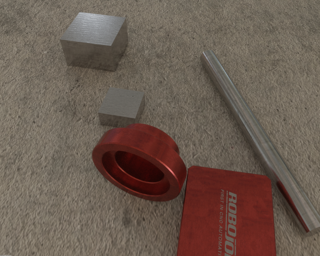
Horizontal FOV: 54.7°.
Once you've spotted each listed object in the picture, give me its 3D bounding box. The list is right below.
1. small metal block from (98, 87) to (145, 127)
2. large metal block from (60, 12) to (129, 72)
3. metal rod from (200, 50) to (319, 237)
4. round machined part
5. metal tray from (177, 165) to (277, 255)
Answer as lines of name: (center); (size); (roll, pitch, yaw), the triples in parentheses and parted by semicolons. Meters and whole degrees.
small metal block: (-0.051, -0.027, 0.426); (0.050, 0.025, 0.050); (9, 51, 7)
large metal block: (-0.103, -0.141, 0.505); (0.080, 0.050, 0.080); (9, 51, 7)
metal rod: (0.118, -0.005, 0.408); (0.025, 0.025, 0.300); (-12, 51, -10)
round machined part: (-0.018, 0.033, 0.328); (0.098, 0.097, 0.042); (17, 52, 13)
metal tray: (0.066, 0.105, 0.312); (0.090, 0.030, 0.130); (8, 50, 6)
